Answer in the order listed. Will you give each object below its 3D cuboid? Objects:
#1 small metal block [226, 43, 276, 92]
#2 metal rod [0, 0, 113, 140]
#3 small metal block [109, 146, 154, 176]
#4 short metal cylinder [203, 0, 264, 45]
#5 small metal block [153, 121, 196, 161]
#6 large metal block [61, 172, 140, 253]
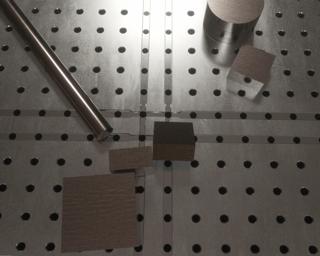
[{"bbox_3d":[0.131,-0.087,0.445,0.050,0.025,0.050,25,72,8],"label":"small metal block"},{"bbox_3d":[-0.164,-0.104,0.447,0.025,0.025,0.300,-36,74,-12],"label":"metal rod"},{"bbox_3d":[-0.034,0.043,0.382,0.050,0.050,0.025,-5,71,-2],"label":"small metal block"},{"bbox_3d":[0.108,-0.173,0.463,0.081,0.050,0.080,0,70,-1],"label":"short metal cylinder"},{"bbox_3d":[0.017,0.016,0.393,0.050,0.025,0.050,2,33,0],"label":"small metal block"},{"bbox_3d":[-0.066,0.099,0.361,0.081,0.050,0.080,-4,70,-2],"label":"large metal block"}]
